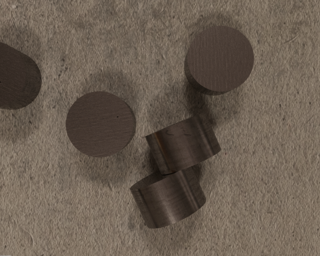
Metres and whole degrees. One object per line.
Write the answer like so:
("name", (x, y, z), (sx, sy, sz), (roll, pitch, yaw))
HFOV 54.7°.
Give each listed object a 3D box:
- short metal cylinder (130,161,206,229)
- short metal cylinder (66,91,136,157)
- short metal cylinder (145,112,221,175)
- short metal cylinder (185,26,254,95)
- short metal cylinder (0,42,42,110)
("short metal cylinder", (0.010, 0.081, 0.383), (0.080, 0.080, 0.050), (-24, 91, 0))
("short metal cylinder", (-0.073, -0.005, 0.397), (0.081, 0.050, 0.079), (0, 90, -1))
("short metal cylinder", (0.028, 0.018, 0.383), (0.080, 0.080, 0.050), (-23, 90, 0))
("short metal cylinder", (0.073, -0.084, 0.398), (0.081, 0.050, 0.079), (0, 90, -1))
("short metal cylinder", (-0.201, -0.064, 0.395), (0.081, 0.050, 0.079), (0, 90, -1))
